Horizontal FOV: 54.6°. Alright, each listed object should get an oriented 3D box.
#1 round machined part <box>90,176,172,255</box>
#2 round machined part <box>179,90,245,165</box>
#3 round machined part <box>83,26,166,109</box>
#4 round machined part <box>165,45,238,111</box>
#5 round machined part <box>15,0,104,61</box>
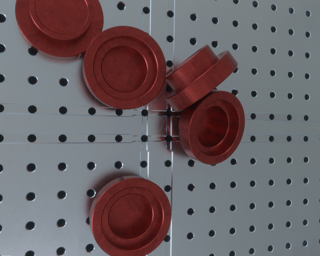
[{"bbox_3d":[-0.039,0.108,0.389,0.099,0.042,0.097,0,90,-20],"label":"round machined part"},{"bbox_3d":[0.065,-0.004,0.417,0.099,0.042,0.097,-9,107,-32],"label":"round machined part"},{"bbox_3d":[-0.045,-0.072,0.384,0.099,0.042,0.097,-1,94,-17],"label":"round machined part"},{"bbox_3d":[0.044,-0.067,0.390,0.098,0.098,0.042,-41,99,-15],"label":"round machined part"},{"bbox_3d":[-0.115,-0.131,0.361,0.099,0.042,0.097,0,90,-20],"label":"round machined part"}]
